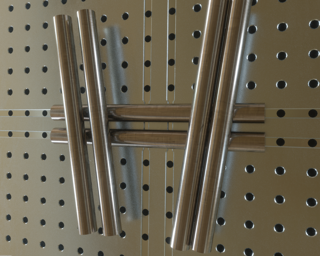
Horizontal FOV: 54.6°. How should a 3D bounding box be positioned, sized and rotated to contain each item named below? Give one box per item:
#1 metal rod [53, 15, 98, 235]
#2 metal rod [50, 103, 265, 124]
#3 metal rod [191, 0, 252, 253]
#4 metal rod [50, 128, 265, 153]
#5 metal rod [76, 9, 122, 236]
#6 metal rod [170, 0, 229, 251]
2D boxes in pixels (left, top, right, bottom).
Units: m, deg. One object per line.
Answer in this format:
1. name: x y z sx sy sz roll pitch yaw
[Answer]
1. metal rod: -0.117 -0.006 0.429 0.025 0.025 0.299 -9 87 20
2. metal rod: -0.017 -0.020 0.420 0.301 0.025 0.025 1 91 20
3. metal rod: 0.071 -0.004 0.362 0.025 0.025 0.298 10 93 20
4. metal rod: -0.016 0.014 0.419 0.301 0.025 0.025 1 91 20
5. metal rod: -0.082 -0.009 0.416 0.025 0.025 0.299 -8 87 20
6. metal rod: 0.047 -0.003 0.371 0.025 0.025 0.298 10 93 20
